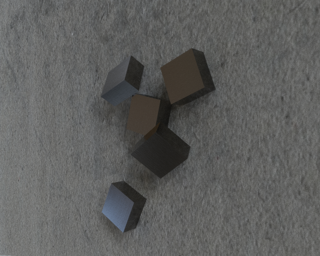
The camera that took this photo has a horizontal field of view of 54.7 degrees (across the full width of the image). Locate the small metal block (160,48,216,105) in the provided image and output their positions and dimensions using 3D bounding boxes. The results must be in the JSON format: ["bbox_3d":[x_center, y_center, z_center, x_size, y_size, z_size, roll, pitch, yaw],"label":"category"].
[{"bbox_3d":[0.033,-0.061,0.376,0.050,0.025,0.050,-25,75,37],"label":"small metal block"}]

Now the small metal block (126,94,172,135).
[{"bbox_3d":[-0.015,-0.017,0.415,0.050,0.025,0.050,18,101,38],"label":"small metal block"}]

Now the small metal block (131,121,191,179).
[{"bbox_3d":[0.001,0.028,0.386,0.050,0.025,0.050,41,122,-12],"label":"small metal block"}]

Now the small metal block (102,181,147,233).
[{"bbox_3d":[-0.052,0.112,0.446,0.050,0.025,0.050,31,109,35],"label":"small metal block"}]

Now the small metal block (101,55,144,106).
[{"bbox_3d":[-0.052,-0.065,0.430,0.050,0.025,0.050,-27,40,36],"label":"small metal block"}]
